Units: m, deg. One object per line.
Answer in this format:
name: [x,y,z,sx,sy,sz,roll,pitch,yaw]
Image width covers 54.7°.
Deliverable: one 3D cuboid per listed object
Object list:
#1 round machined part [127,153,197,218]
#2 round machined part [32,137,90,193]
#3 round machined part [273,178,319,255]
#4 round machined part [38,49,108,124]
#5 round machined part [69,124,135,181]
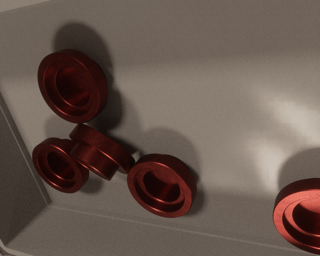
round machined part: [0.006,0.076,0.440,0.098,0.042,0.097,13,124,20]
round machined part: [-0.158,0.057,0.514,0.098,0.042,0.097,13,124,20]
round machined part: [0.186,0.097,0.360,0.098,0.042,0.097,13,124,20]
round machined part: [-0.111,-0.058,0.417,0.098,0.042,0.097,12,122,21]
round machined part: [-0.087,0.039,0.436,0.098,0.042,0.098,29,162,11]
